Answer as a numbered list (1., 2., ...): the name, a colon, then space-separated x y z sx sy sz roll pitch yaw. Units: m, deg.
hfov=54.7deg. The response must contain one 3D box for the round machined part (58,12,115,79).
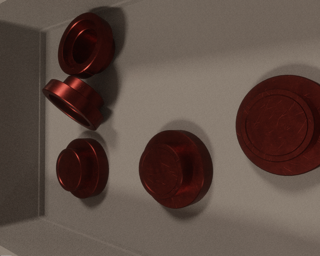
1. round machined part: -0.107 -0.121 0.474 0.098 0.042 0.098 -9 74 34

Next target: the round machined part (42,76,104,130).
1. round machined part: -0.125 -0.042 0.472 0.098 0.098 0.042 22 69 37

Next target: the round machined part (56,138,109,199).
1. round machined part: -0.131 0.066 0.501 0.098 0.042 0.097 0 90 39

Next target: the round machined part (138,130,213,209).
1. round machined part: 0.012 0.051 0.384 0.098 0.042 0.097 0 90 39

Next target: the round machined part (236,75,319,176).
1. round machined part: 0.118 -0.003 0.298 0.098 0.042 0.097 0 90 39
